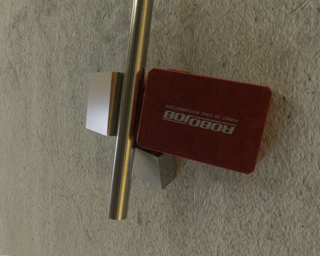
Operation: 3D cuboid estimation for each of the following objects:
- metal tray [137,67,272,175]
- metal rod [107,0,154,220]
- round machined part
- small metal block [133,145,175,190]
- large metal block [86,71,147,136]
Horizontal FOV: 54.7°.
[{"bbox_3d":[0.046,-0.011,0.337,0.130,0.030,0.089,13,100,18],"label":"metal tray"},{"bbox_3d":[-0.035,-0.036,0.381,0.025,0.025,0.298,10,94,39],"label":"metal rod"},{"bbox_3d":[0.010,-0.025,0.387,0.098,0.042,0.097,0,90,40],"label":"round machined part"},{"bbox_3d":[-0.010,0.044,0.402,0.050,0.025,0.050,20,129,38],"label":"small metal block"},{"bbox_3d":[-0.062,-0.034,0.427,0.080,0.050,0.079,13,99,57],"label":"large metal block"}]
